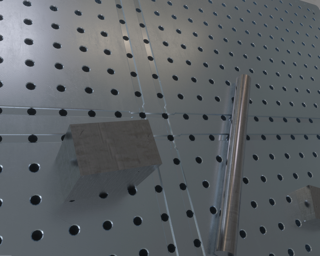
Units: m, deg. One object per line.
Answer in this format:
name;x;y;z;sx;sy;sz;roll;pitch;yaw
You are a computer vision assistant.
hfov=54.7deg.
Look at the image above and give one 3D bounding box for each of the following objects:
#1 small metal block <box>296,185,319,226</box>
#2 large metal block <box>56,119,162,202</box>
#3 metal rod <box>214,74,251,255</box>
small metal block;0.238;0.118;0.464;0.050;0.025;0.050;17;55;-18
large metal block;-0.056;0.034;0.322;0.081;0.080;0.050;-5;64;-30
metal rod;0.111;0.032;0.448;0.025;0.025;0.300;26;52;-12
